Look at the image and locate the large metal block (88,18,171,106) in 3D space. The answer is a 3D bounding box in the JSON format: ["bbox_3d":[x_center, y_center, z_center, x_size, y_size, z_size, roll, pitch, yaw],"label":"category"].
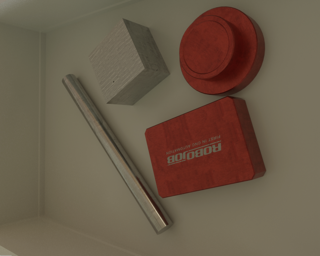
[{"bbox_3d":[-0.044,-0.087,0.425,0.080,0.050,0.080,-36,68,34],"label":"large metal block"}]

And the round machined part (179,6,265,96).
[{"bbox_3d":[0.061,-0.086,0.344,0.098,0.042,0.097,0,90,39],"label":"round machined part"}]

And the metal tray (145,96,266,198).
[{"bbox_3d":[0.046,0.026,0.364,0.130,0.030,0.090,-22,77,37],"label":"metal tray"}]

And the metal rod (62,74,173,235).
[{"bbox_3d":[-0.075,0.024,0.465,0.025,0.025,0.300,-52,60,27],"label":"metal rod"}]
